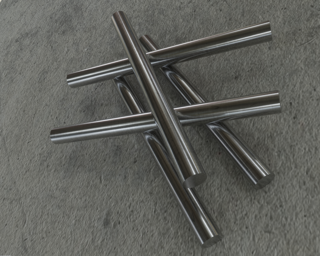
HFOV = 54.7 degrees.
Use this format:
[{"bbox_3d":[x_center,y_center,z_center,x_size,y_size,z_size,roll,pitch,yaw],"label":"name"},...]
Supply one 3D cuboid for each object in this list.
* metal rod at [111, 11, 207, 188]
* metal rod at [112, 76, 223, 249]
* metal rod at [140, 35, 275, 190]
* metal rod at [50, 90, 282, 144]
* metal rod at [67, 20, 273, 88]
[{"bbox_3d":[-0.015,-0.059,0.384,0.025,0.025,0.299,-30,52,9],"label":"metal rod"},{"bbox_3d":[-0.009,0.012,0.400,0.025,0.025,0.300,-35,51,5],"label":"metal rod"},{"bbox_3d":[0.041,-0.042,0.408,0.025,0.025,0.300,-37,51,3],"label":"metal rod"},{"bbox_3d":[-0.011,-0.008,0.383,0.301,0.025,0.025,-8,58,23],"label":"metal rod"},{"bbox_3d":[-0.002,-0.097,0.433,0.301,0.025,0.025,-9,58,23],"label":"metal rod"}]
